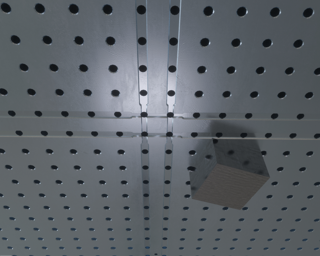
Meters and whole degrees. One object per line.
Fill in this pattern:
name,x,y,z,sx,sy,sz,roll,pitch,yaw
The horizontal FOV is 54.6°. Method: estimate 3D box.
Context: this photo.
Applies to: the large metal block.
large metal block,0.098,0.069,0.454,0.080,0.050,0.080,16,128,-13
